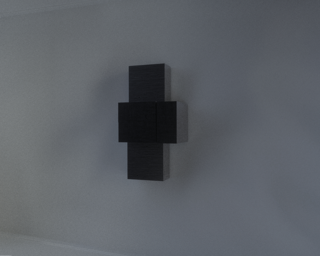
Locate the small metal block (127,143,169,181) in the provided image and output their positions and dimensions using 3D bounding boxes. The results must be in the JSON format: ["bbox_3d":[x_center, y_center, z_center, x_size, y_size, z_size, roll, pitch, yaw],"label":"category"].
[{"bbox_3d":[-0.015,0.043,0.414,0.050,0.025,0.050,0,90,20],"label":"small metal block"}]

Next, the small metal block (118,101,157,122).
[{"bbox_3d":[-0.020,-0.020,0.402,0.050,0.050,0.025,0,90,20],"label":"small metal block"}]

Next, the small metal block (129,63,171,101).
[{"bbox_3d":[-0.013,-0.057,0.413,0.050,0.025,0.050,0,90,20],"label":"small metal block"}]

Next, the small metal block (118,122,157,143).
[{"bbox_3d":[-0.020,0.005,0.402,0.050,0.050,0.025,0,90,20],"label":"small metal block"}]

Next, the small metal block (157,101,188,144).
[{"bbox_3d":[0.016,-0.007,0.390,0.025,0.050,0.050,0,90,20],"label":"small metal block"}]
